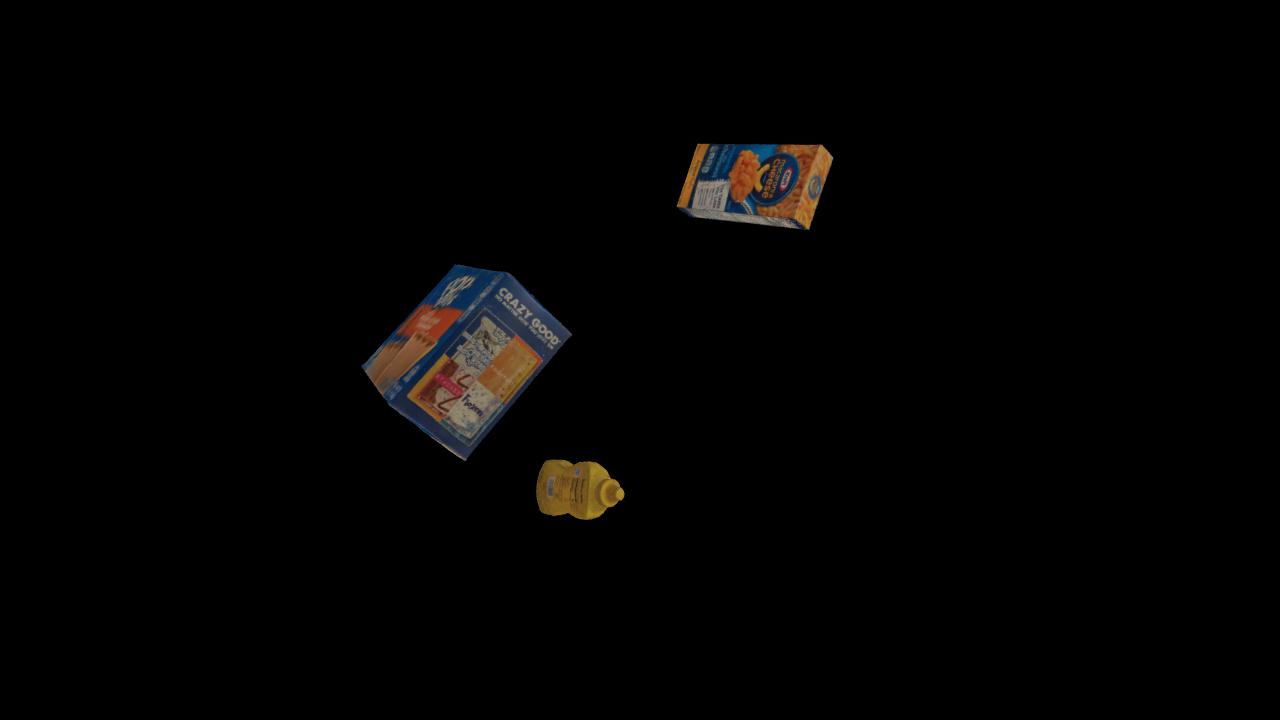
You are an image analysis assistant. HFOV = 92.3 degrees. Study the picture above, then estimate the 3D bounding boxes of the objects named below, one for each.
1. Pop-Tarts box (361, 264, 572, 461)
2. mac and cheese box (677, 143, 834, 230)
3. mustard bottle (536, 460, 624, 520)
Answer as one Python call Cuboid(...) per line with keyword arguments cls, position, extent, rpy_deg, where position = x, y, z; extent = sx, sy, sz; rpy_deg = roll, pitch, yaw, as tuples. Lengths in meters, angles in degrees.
Cuboid(cls="Pop-Tarts box", position=(-0.166, -0.008, 0.565), extent=(0.083, 0.141, 0.167), rpy_deg=(46, -14, -30))
Cuboid(cls="mac and cheese box", position=(0.136, -0.218, 0.762), extent=(0.184, 0.093, 0.041), rpy_deg=(18, -2, 43))
Cuboid(cls="mustard bottle", position=(-0.091, 0.204, 0.966), extent=(0.054, 0.092, 0.184), rpy_deg=(20, -19, -41))
